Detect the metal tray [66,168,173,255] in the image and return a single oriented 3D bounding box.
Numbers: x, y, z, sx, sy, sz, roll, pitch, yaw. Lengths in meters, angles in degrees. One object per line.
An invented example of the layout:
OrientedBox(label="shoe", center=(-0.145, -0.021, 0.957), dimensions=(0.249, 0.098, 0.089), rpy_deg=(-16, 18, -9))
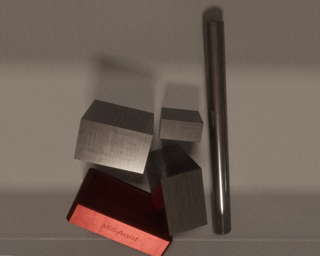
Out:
OrientedBox(label="metal tray", center=(-0.049, 0.111, 0.416), dimensions=(0.131, 0.090, 0.030), rpy_deg=(26, 108, -10))

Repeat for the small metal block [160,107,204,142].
OrientedBox(label="small metal block", center=(0.026, -0.005, 0.397), dimensions=(0.050, 0.050, 0.025), rpy_deg=(6, 110, -3))

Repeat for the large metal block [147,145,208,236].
OrientedBox(label="large metal block", center=(0.019, 0.078, 0.405), dimensions=(0.050, 0.080, 0.079), rpy_deg=(-13, 111, -12))

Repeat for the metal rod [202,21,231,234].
OrientedBox(label="metal rod", center=(0.079, 0.014, 0.417), dimensions=(0.025, 0.025, 0.298), rpy_deg=(-6, 110, 2))

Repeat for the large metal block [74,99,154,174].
OrientedBox(label="large metal block", center=(-0.053, 0.008, 0.384), dimensions=(0.081, 0.080, 0.050), rpy_deg=(13, 110, -5))
